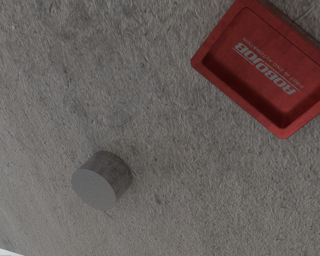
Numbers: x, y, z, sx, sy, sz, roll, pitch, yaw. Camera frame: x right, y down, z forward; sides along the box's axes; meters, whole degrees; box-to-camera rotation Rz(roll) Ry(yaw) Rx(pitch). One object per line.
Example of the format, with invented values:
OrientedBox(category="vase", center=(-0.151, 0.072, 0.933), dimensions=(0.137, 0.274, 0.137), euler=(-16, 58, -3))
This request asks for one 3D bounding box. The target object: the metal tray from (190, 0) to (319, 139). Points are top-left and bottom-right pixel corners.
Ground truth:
OrientedBox(category="metal tray", center=(0.107, -0.060, 0.309), dimensions=(0.130, 0.030, 0.089), euler=(40, 129, 1))

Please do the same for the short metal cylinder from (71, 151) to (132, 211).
OrientedBox(category="short metal cylinder", center=(-0.091, 0.083, 0.490), dimensions=(0.080, 0.050, 0.079), euler=(13, 124, 21))
